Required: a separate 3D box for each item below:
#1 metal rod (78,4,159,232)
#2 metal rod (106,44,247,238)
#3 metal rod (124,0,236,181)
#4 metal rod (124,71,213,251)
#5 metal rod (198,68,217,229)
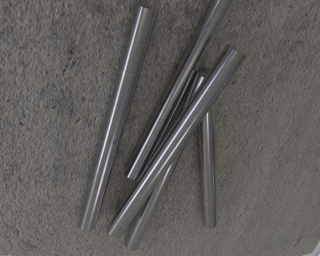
[{"bbox_3d":[-0.058,0.006,0.378,0.025,0.025,0.298,5,116,-31],"label":"metal rod"},{"bbox_3d":[0.008,0.032,0.388,0.025,0.025,0.298,15,119,-35],"label":"metal rod"},{"bbox_3d":[0.029,-0.062,0.383,0.025,0.025,0.298,16,110,-35],"label":"metal rod"},{"bbox_3d":[0.005,0.063,0.434,0.025,0.025,0.298,5,120,-31],"label":"metal rod"},{"bbox_3d":[0.074,0.051,0.477,0.025,0.025,0.298,-20,126,-17],"label":"metal rod"}]
